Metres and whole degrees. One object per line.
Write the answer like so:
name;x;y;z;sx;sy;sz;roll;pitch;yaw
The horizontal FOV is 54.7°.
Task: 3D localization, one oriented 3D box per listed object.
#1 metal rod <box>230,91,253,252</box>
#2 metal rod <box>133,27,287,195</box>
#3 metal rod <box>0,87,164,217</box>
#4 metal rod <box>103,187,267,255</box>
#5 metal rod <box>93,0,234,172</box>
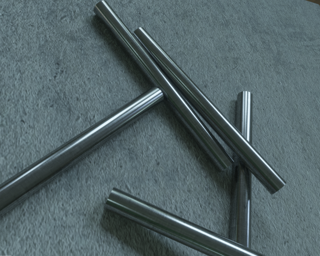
metal rod;0.112;0.067;0.423;0.025;0.025;0.300;23;53;-14
metal rod;0.059;-0.033;0.436;0.025;0.025;0.300;-29;72;-37
metal rod;-0.097;0.028;0.334;0.025;0.025;0.302;48;51;5
metal rod;0.082;0.137;0.334;0.301;0.025;0.025;25;52;-2
metal rod;0.001;-0.065;0.443;0.025;0.025;0.300;-31;79;-38
